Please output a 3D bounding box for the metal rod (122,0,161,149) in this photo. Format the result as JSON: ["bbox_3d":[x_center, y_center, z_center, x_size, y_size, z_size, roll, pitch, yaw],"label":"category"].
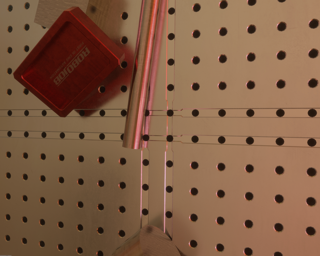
[{"bbox_3d":[-0.019,-0.121,0.419,0.025,0.025,0.298,9,93,20],"label":"metal rod"}]

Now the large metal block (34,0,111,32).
[{"bbox_3d":[-0.122,-0.175,0.442,0.080,0.050,0.080,18,96,19],"label":"large metal block"}]

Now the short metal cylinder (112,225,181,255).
[{"bbox_3d":[-0.014,0.171,0.388,0.050,0.080,0.080,-42,77,15],"label":"short metal cylinder"}]

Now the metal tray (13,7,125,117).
[{"bbox_3d":[-0.124,-0.084,0.419,0.130,0.030,0.090,-38,109,26],"label":"metal tray"}]
